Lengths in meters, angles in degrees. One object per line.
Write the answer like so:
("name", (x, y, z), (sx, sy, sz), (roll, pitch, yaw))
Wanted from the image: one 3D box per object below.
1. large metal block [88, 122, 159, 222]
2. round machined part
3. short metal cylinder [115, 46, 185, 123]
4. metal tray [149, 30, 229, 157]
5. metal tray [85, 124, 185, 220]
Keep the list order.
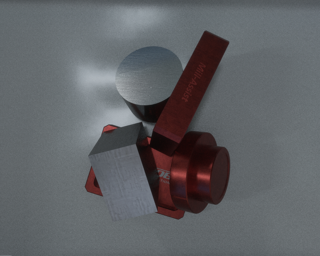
("large metal block", (-0.037, 0.047, 0.359), (0.050, 0.080, 0.080), (-15, 106, 6))
("round machined part", (0.053, 0.054, 0.371), (0.042, 0.098, 0.097), (6, 90, 30))
("short metal cylinder", (-0.009, -0.053, 0.382), (0.080, 0.050, 0.080), (-4, 67, 10))
("metal tray", (0.032, -0.036, 0.362), (0.030, 0.090, 0.130), (27, 74, 3))
("metal tray", (-0.021, 0.056, 0.406), (0.131, 0.030, 0.090), (17, 90, 0))
